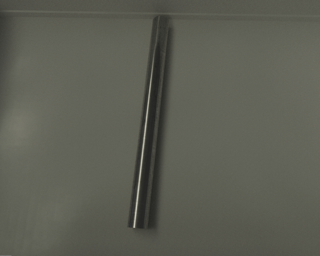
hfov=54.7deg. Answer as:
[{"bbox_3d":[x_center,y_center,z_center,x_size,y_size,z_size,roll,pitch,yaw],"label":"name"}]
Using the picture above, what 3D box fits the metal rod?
[{"bbox_3d":[-0.013,-0.021,0.417,0.025,0.025,0.299,5,70,1],"label":"metal rod"}]
